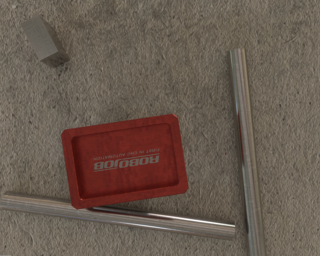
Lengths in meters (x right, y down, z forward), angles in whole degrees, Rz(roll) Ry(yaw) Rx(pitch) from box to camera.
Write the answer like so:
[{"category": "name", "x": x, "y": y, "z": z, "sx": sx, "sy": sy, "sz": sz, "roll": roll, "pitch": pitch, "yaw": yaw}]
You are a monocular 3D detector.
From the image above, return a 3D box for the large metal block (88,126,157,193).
[{"category": "large metal block", "x": -0.045, "y": 0.038, "z": 0.397, "sx": 0.081, "sy": 0.050, "sz": 0.079, "roll": 2, "pitch": 90, "yaw": -1}]

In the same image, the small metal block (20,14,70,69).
[{"category": "small metal block", "x": -0.145, "y": -0.108, "z": 0.396, "sx": 0.025, "sy": 0.050, "sz": 0.050, "roll": -27, "pitch": 90, "yaw": 0}]

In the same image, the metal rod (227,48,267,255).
[{"category": "metal rod", "x": 0.116, "y": 0.046, "z": 0.411, "sx": 0.025, "sy": 0.025, "sz": 0.298, "roll": -6, "pitch": 90, "yaw": -1}]

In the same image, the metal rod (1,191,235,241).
[{"category": "metal rod", "x": -0.053, "y": 0.116, "z": 0.409, "sx": 0.302, "sy": 0.025, "sz": 0.025, "roll": 8, "pitch": 90, "yaw": -1}]

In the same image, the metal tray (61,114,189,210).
[{"category": "metal tray", "x": -0.039, "y": 0.037, "z": 0.357, "sx": 0.131, "sy": 0.030, "sz": 0.089, "roll": -8, "pitch": 90, "yaw": -1}]
